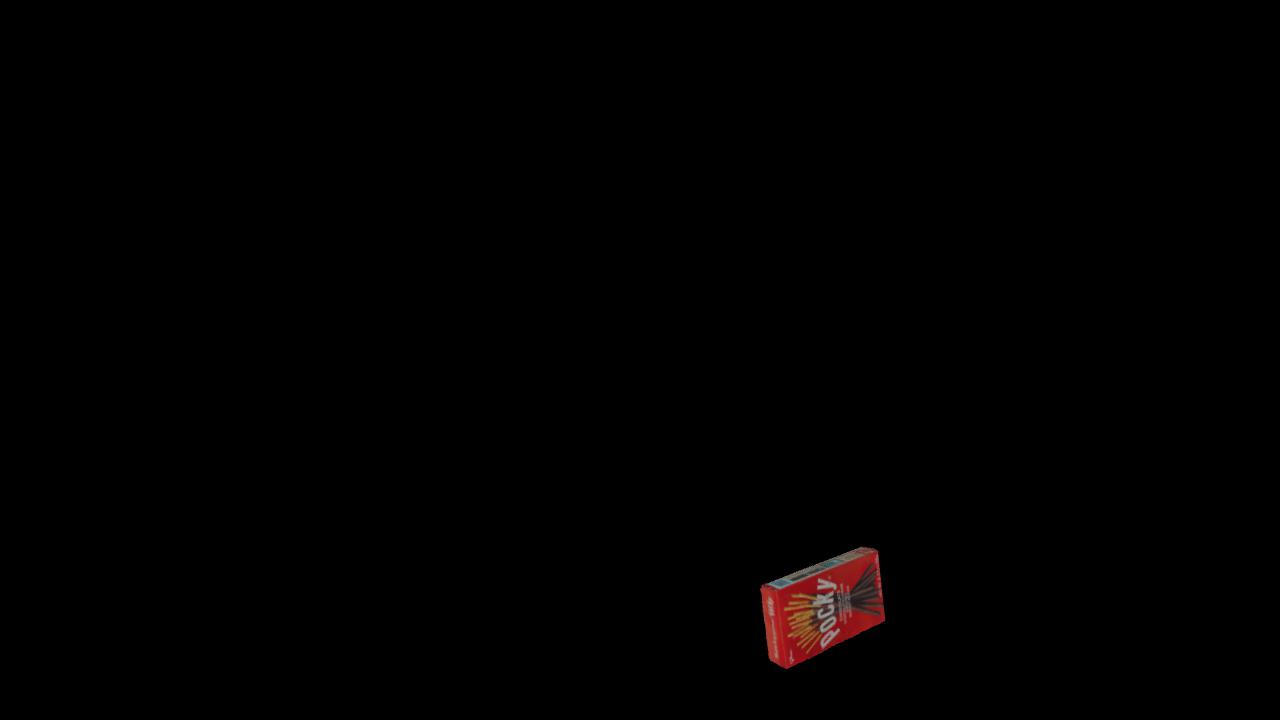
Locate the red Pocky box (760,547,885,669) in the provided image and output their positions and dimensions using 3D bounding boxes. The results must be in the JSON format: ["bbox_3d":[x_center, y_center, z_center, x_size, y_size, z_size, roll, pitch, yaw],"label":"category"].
[{"bbox_3d":[0.200,0.263,0.661,0.155,0.083,0.028,-8,3,-29],"label":"red Pocky box"}]
